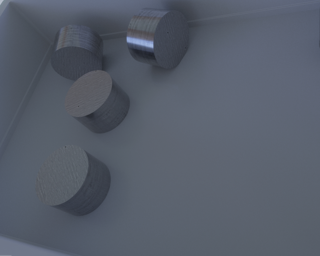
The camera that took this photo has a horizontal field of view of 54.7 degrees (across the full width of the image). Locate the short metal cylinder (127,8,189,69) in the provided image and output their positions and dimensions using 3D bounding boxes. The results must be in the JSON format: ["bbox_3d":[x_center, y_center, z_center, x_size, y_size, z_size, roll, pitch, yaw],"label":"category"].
[{"bbox_3d":[-0.002,-0.131,0.450,0.050,0.080,0.080,21,73,35],"label":"short metal cylinder"}]

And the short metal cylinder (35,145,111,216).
[{"bbox_3d":[-0.112,0.069,0.405,0.080,0.050,0.080,-13,56,20],"label":"short metal cylinder"}]

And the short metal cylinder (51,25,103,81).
[{"bbox_3d":[-0.136,-0.123,0.515,0.080,0.080,0.050,-16,56,19],"label":"short metal cylinder"}]

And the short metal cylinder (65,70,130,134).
[{"bbox_3d":[-0.092,-0.039,0.460,0.080,0.050,0.080,-13,56,20],"label":"short metal cylinder"}]
